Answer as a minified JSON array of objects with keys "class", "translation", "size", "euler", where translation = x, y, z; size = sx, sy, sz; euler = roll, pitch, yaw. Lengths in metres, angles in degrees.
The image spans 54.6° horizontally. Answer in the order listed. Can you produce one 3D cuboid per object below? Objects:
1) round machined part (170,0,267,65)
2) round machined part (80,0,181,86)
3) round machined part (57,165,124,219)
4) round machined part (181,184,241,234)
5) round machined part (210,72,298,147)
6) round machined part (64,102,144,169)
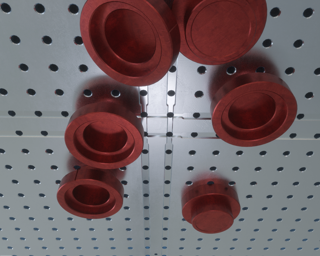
[{"class":"round machined part","translation":[0.058,-0.106,0.311],"size":[0.099,0.042,0.097],"euler":[0,130,0]},{"class":"round machined part","translation":[-0.025,-0.093,0.306],"size":[0.098,0.042,0.097],"euler":[16,135,17]},{"class":"round machined part","translation":[-0.105,0.095,0.480],"size":[0.099,0.042,0.097],"euler":[0,130,0]},{"class":"round machined part","translation":[0.086,0.141,0.521],"size":[0.099,0.042,0.097],"euler":[0,130,0]},{"class":"round machined part","translation":[0.110,-0.026,0.379],"size":[0.099,0.042,0.097],"euler":[0,130,0]},{"class":"round machined part","translation":[-0.070,0.006,0.404],"size":[0.099,0.042,0.097],"euler":[0,130,0]}]
